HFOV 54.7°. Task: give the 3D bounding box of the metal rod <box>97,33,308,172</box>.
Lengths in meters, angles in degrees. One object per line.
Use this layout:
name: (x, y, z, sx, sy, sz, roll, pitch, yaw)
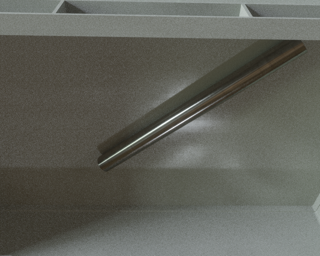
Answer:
metal rod: (0.035, -0.020, 0.392, 0.300, 0.025, 0.025, -32, 124, 23)
